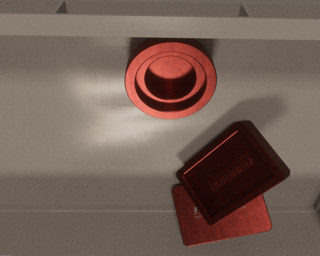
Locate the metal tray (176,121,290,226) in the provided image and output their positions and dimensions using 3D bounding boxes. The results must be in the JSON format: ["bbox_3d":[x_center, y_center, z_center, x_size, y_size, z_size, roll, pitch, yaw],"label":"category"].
[{"bbox_3d":[0.094,0.062,0.421,0.129,0.090,0.030,-44,159,29],"label":"metal tray"}]

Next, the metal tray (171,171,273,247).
[{"bbox_3d":[0.091,0.120,0.470,0.130,0.090,0.030,-16,165,12],"label":"metal tray"}]

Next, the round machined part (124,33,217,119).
[{"bbox_3d":[0.011,-0.060,0.347,0.099,0.042,0.097,-1,130,0],"label":"round machined part"}]
